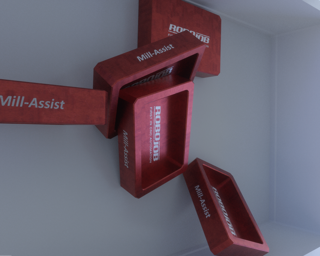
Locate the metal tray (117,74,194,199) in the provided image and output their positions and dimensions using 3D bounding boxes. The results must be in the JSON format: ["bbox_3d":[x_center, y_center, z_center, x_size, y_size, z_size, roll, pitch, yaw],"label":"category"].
[{"bbox_3d":[-0.004,0.010,0.368,0.091,0.030,0.129,-23,127,-37],"label":"metal tray"}]

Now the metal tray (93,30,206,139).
[{"bbox_3d":[-0.013,-0.050,0.351,0.131,0.030,0.089,-30,154,-32],"label":"metal tray"}]

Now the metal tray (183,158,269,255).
[{"bbox_3d":[0.087,0.109,0.423,0.090,0.030,0.130,27,30,-37],"label":"metal tray"}]

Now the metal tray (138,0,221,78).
[{"bbox_3d":[0.031,-0.124,0.429,0.131,0.030,0.089,2,89,-40],"label":"metal tray"}]

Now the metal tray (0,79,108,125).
[{"bbox_3d":[-0.122,-0.019,0.261,0.131,0.090,0.030,1,90,-40],"label":"metal tray"}]
